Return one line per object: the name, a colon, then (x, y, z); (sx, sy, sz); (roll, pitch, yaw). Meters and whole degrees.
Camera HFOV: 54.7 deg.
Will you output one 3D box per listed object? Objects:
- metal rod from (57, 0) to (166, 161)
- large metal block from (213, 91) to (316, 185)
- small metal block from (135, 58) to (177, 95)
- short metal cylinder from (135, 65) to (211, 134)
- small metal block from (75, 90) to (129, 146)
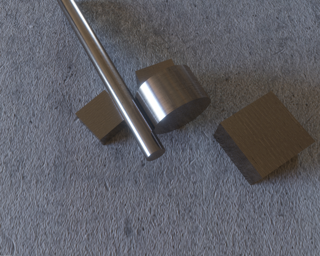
metal rod: (-0.076, -0.085, 0.420); (0.025, 0.025, 0.299); (-27, 66, -10)
large metal block: (0.128, 0.013, 0.392); (0.080, 0.050, 0.080); (-31, 73, -11)
small metal block: (-0.004, -0.062, 0.418); (0.050, 0.050, 0.025); (-21, 72, -8)
short metal cylinder: (0.016, -0.035, 0.392); (0.080, 0.080, 0.050); (-27, 73, -10)
small metal block: (-0.075, -0.014, 0.412); (0.050, 0.025, 0.050); (-42, 76, -14)
